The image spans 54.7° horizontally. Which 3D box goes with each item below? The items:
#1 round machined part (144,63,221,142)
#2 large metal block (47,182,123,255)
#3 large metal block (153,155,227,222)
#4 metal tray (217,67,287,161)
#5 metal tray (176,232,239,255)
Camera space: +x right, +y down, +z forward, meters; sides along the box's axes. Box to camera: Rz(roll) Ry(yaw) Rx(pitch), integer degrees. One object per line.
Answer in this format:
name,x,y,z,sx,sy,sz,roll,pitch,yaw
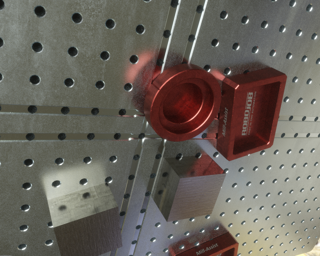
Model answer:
round machined part,0.025,-0.035,0.392,0.099,0.042,0.097,-14,124,-21
large metal block,-0.100,0.131,0.421,0.081,0.050,0.079,-14,124,-21
large metal block,0.044,0.091,0.475,0.081,0.050,0.079,-1,119,-28
metal tray,0.136,-0.019,0.469,0.091,0.030,0.129,-15,125,-20
metal tray,0.094,0.274,0.627,0.131,0.030,0.089,-16,125,-20
